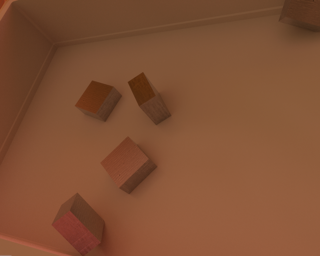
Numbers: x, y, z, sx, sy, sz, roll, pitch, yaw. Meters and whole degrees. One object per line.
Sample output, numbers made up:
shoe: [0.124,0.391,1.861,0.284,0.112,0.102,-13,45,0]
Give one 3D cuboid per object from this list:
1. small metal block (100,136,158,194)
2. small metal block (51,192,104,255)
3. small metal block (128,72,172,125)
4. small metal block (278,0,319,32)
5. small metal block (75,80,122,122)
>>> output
small metal block: [-0.040,0.047,0.398,0.050,0.025,0.050,-44,51,-3]
small metal block: [-0.092,0.110,0.358,0.025,0.050,0.050,-39,12,2]
small metal block: [-0.014,-0.039,0.421,0.025,0.050,0.050,-32,52,7]
small metal block: [0.180,-0.150,0.377,0.050,0.025,0.050,16,97,-1]
small metal block: [-0.096,-0.042,0.482,0.050,0.025,0.050,20,72,35]
